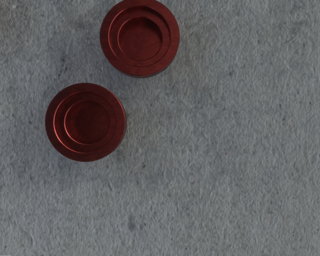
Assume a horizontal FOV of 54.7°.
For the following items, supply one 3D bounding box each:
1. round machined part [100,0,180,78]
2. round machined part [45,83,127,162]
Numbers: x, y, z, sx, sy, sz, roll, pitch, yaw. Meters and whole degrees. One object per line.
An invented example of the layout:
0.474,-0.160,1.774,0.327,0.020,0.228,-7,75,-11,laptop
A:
-0.025,-0.113,0.401,0.099,0.042,0.097,0,90,-1,round machined part
-0.092,-0.007,0.400,0.099,0.042,0.097,0,90,-1,round machined part
